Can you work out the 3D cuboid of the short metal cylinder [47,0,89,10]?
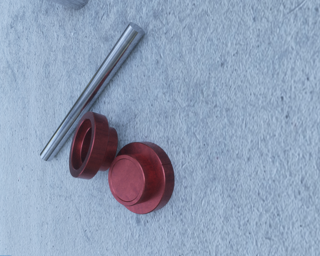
[{"bbox_3d":[-0.154,-0.244,0.512,0.080,0.050,0.079,0,90,39],"label":"short metal cylinder"}]

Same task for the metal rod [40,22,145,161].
[{"bbox_3d":[-0.121,-0.043,0.501,0.299,0.025,0.025,-47,62,29],"label":"metal rod"}]

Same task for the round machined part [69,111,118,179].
[{"bbox_3d":[-0.096,0.027,0.456,0.098,0.042,0.098,-31,51,49],"label":"round machined part"}]

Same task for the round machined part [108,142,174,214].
[{"bbox_3d":[-0.032,0.068,0.418,0.098,0.042,0.097,0,90,39],"label":"round machined part"}]
